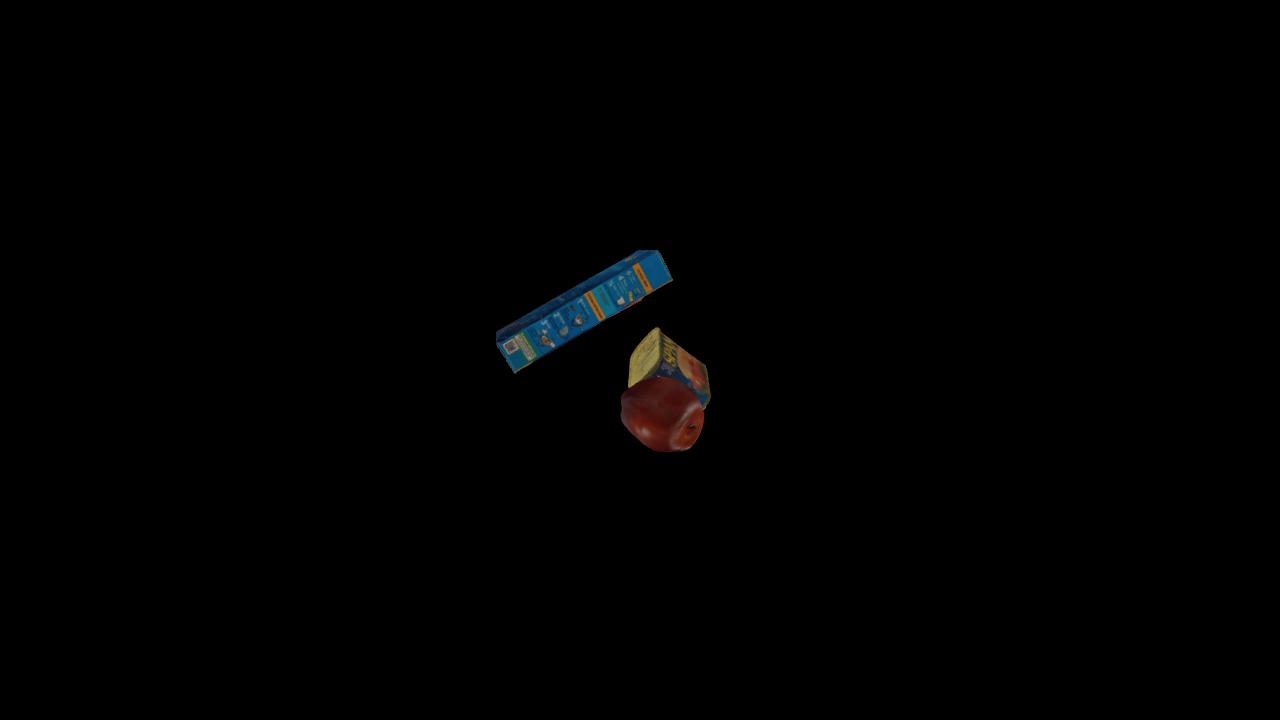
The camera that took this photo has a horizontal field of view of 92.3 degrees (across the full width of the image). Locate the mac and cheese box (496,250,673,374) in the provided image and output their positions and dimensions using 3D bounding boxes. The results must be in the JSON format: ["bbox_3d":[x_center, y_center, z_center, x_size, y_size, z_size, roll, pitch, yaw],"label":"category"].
[{"bbox_3d":[-0.062,-0.055,0.645,0.184,0.041,0.093,-31,14,-7],"label":"mac and cheese box"}]

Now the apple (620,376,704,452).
[{"bbox_3d":[0.025,0.058,0.660,0.093,0.079,0.079,22,13,36],"label":"apple"}]

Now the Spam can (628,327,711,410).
[{"bbox_3d":[0.036,0.019,0.753,0.085,0.058,0.101,37,24,-17],"label":"Spam can"}]

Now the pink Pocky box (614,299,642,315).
[{"bbox_3d":[-0.044,-0.063,0.728,0.084,0.029,0.155,-27,5,-1],"label":"pink Pocky box"}]
